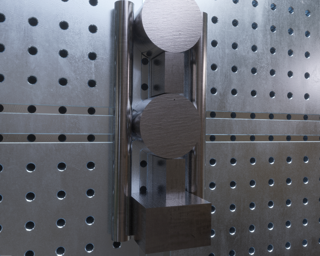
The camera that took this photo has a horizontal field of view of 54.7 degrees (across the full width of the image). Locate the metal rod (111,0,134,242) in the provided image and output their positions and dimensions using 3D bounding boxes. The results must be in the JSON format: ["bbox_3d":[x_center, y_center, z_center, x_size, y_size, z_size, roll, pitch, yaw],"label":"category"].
[{"bbox_3d":[-0.048,-0.009,0.394,0.025,0.025,0.298,1,90,-20],"label":"metal rod"}]

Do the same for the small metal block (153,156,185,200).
[{"bbox_3d":[0.011,0.063,0.402,0.025,0.050,0.050,0,90,-20],"label":"small metal block"}]

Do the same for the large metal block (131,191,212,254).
[{"bbox_3d":[0.009,0.112,0.387,0.081,0.080,0.050,1,90,-20],"label":"large metal block"}]

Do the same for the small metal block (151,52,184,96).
[{"bbox_3d":[0.009,-0.067,0.401,0.025,0.050,0.050,1,90,-20],"label":"small metal block"}]

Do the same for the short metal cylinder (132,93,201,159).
[{"bbox_3d":[0.006,-0.003,0.401,0.081,0.050,0.080,0,90,-20],"label":"short metal cylinder"}]

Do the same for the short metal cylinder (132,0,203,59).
[{"bbox_3d":[0.008,-0.132,0.401,0.081,0.050,0.080,0,90,-20],"label":"short metal cylinder"}]

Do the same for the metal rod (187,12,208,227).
[{"bbox_3d":[0.052,-0.009,0.430,0.025,0.025,0.298,1,90,-20],"label":"metal rod"}]
